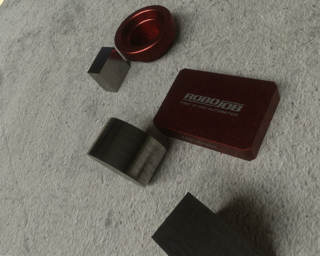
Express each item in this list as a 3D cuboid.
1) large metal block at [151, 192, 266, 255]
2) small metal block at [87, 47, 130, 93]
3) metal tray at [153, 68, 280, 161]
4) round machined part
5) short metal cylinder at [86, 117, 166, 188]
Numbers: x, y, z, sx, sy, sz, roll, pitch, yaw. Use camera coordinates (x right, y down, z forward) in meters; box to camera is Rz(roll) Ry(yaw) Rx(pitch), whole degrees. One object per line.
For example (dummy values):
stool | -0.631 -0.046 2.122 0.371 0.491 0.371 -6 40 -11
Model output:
large metal block | 0.051 0.111 0.274 0.080 0.080 0.050 35 82 38
small metal block | -0.079 -0.091 0.485 0.025 0.050 0.050 11 68 33
metal tray | 0.066 -0.021 0.379 0.130 0.030 0.090 16 70 34
round machined part | -0.019 -0.143 0.491 0.098 0.042 0.098 -13 56 21
short metal cylinder | -0.040 0.030 0.371 0.080 0.080 0.050 20 72 35
